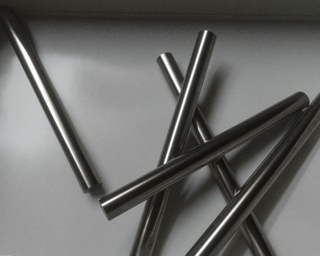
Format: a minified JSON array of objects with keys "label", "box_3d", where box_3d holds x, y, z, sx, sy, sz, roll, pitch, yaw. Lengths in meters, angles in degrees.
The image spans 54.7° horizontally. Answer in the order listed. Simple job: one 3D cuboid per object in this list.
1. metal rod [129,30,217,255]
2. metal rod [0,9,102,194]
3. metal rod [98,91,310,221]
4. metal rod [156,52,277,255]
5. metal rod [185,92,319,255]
[{"label":"metal rod","box_3d":[0.019,0.016,0.384,0.025,0.025,0.299,17,78,5]},{"label":"metal rod","box_3d":[-0.157,-0.048,0.425,0.025,0.025,0.299,-28,73,-10]},{"label":"metal rod","box_3d":[0.068,0.023,0.373,0.302,0.025,0.025,-26,72,-21]},{"label":"metal rod","box_3d":[0.066,0.028,0.400,0.025,0.025,0.299,-22,72,-8]},{"label":"metal rod","box_3d":[0.135,0.047,0.374,0.025,0.025,0.301,42,67,13]}]
